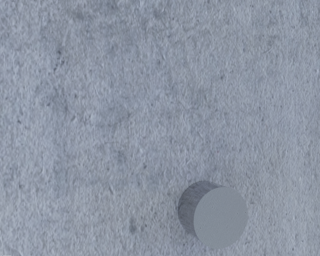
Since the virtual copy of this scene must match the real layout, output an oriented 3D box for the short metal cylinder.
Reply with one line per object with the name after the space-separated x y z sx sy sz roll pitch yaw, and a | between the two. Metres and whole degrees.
0.071 0.116 0.424 0.081 0.050 0.079 0 90 -21 | short metal cylinder
